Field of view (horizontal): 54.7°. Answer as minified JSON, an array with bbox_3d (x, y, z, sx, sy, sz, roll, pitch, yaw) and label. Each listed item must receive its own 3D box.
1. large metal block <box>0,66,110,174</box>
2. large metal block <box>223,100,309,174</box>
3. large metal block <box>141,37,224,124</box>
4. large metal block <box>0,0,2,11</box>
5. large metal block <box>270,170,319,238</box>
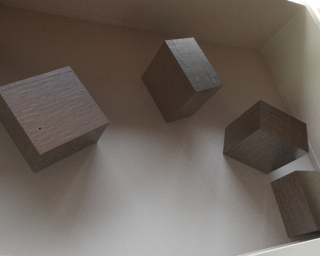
[{"bbox_3d":[-0.116,-0.011,0.334,0.081,0.050,0.080,-29,78,-38],"label":"large metal block"},{"bbox_3d":[0.149,0.016,0.443,0.080,0.080,0.050,25,53,-14],"label":"large metal block"},{"bbox_3d":[0.027,-0.065,0.426,0.050,0.080,0.080,-18,71,-35],"label":"large metal block"},{"bbox_3d":[-0.216,-0.117,0.320,0.081,0.080,0.050,16,55,-28],"label":"large metal block"},{"bbox_3d":[0.218,0.108,0.444,0.081,0.050,0.080,5,60,-26],"label":"large metal block"}]
